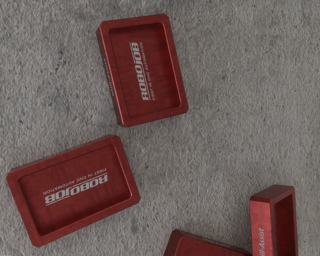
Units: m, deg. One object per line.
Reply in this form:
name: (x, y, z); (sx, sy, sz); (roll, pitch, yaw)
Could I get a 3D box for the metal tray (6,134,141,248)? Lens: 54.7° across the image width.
metal tray: (-0.099, 0.070, 0.369); (0.131, 0.030, 0.090); (-20, 97, -19)

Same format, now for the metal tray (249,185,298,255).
metal tray: (0.167, 0.155, 0.447); (0.091, 0.030, 0.129); (-5, 92, -47)

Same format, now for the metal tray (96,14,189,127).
metal tray: (-0.022, -0.073, 0.397); (0.091, 0.030, 0.129); (-15, 95, -20)

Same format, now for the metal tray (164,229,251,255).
metal tray: (0.065, 0.204, 0.430); (0.131, 0.030, 0.090); (23, 83, -19)
